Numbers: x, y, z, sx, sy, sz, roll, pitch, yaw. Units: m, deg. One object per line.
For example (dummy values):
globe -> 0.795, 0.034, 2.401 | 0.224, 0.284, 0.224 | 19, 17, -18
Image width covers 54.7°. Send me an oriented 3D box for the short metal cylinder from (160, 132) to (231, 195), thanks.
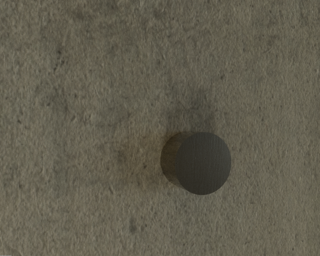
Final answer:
short metal cylinder -> 0.047, 0.045, 0.414 | 0.081, 0.050, 0.079 | 0, 90, -21
